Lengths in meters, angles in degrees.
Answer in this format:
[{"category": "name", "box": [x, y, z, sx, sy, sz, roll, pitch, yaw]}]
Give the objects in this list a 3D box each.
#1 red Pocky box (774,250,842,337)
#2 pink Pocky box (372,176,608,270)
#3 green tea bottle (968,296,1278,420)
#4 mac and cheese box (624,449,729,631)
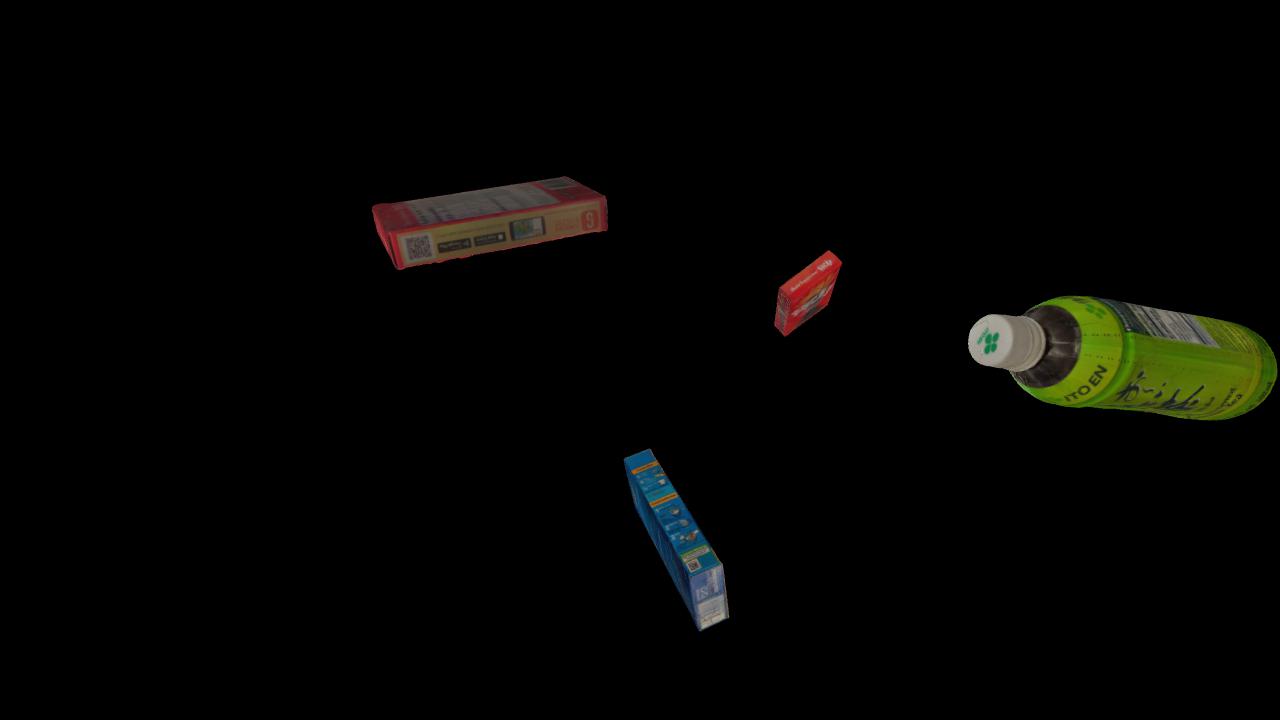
[{"category": "red Pocky box", "box": [0.224, -0.085, 0.832, 0.083, 0.028, 0.155, -36, -18, -1]}, {"category": "pink Pocky box", "box": [-0.110, -0.105, 0.453, 0.155, 0.029, 0.084, -16, 31, -23]}, {"category": "green tea bottle", "box": [0.298, -0.003, 0.387, 0.212, 0.073, 0.073, 8, -2, -19]}, {"category": "mac and cheese box", "box": [0.036, 0.188, 0.669, 0.041, 0.093, 0.184, -20, 35, -11]}]
